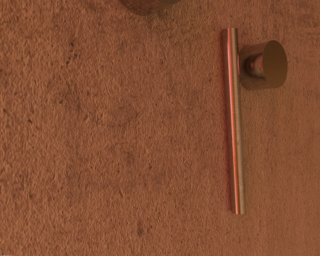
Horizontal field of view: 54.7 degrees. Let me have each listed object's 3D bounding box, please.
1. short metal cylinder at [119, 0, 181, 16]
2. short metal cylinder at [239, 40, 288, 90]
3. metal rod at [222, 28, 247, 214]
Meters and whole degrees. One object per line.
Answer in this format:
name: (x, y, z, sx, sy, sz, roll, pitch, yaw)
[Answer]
short metal cylinder: (-0.012, -0.184, 0.378, 0.081, 0.050, 0.079, 0, 90, -40)
short metal cylinder: (0.177, -0.107, 0.537, 0.081, 0.050, 0.079, 0, 90, -40)
metal rod: (0.121, -0.009, 0.506, 0.025, 0.025, 0.298, -6, 94, -40)
